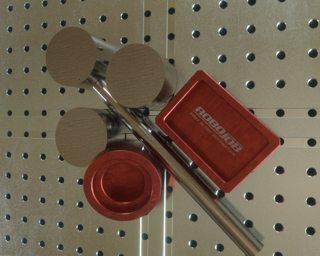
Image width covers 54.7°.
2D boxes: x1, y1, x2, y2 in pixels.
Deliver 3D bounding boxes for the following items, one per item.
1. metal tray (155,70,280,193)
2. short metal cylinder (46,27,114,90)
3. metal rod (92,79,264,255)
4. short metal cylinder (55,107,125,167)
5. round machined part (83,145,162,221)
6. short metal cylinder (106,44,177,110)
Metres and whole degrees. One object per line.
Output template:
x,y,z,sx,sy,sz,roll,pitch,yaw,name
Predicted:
0.069,0.003,0.384,0.130,0.030,0.090,45,104,14,metal tray
-0.112,-0.096,0.439,0.080,0.050,0.080,0,90,20,short metal cylinder
0.014,0.043,0.408,0.300,0.025,0.025,46,104,14,metal rod
-0.097,0.012,0.433,0.080,0.050,0.080,0,90,20,short metal cylinder
-0.047,0.068,0.409,0.099,0.042,0.097,0,105,1,round machined part
-0.023,-0.065,0.407,0.080,0.050,0.080,0,90,20,short metal cylinder
